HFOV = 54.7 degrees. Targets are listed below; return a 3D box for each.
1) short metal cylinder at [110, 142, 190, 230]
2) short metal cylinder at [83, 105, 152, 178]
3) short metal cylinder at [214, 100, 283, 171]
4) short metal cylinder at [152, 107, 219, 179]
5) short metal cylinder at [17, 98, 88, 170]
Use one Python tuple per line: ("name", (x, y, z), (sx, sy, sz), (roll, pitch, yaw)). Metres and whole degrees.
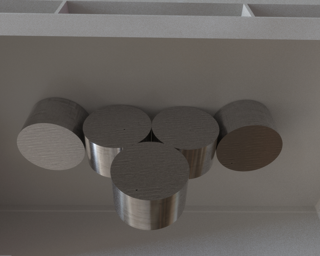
("short metal cylinder", (-0.011, 0.060, 0.331), (0.081, 0.080, 0.050), (1, 130, -1))
("short metal cylinder", (-0.051, 0.015, 0.383), (0.081, 0.080, 0.050), (1, 130, -1))
("short metal cylinder", (0.110, 0.011, 0.401), (0.081, 0.050, 0.079), (0, 130, 0))
("short metal cylinder", (0.030, 0.017, 0.385), (0.081, 0.080, 0.050), (1, 130, -1))
("short metal cylinder", (-0.132, 0.009, 0.396), (0.081, 0.050, 0.079), (0, 130, 0))
